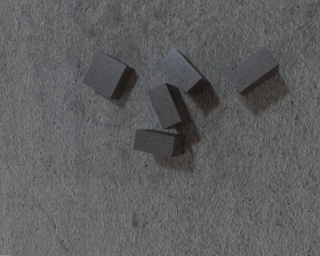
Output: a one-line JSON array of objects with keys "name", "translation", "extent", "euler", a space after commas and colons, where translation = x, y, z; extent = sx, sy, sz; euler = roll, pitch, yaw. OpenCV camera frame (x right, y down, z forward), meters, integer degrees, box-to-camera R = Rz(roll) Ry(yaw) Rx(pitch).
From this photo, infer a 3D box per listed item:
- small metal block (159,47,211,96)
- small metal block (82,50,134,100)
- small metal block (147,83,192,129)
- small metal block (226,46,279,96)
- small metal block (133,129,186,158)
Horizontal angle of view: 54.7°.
[{"name": "small metal block", "translation": [0.032, -0.068, 0.384], "extent": [0.025, 0.050, 0.050], "euler": [-44, 77, 15]}, {"name": "small metal block", "translation": [-0.073, -0.074, 0.435], "extent": [0.050, 0.025, 0.050], "euler": [31, 100, 17]}, {"name": "small metal block", "translation": [0.013, -0.026, 0.391], "extent": [0.025, 0.050, 0.050], "euler": [-25, 82, 18]}, {"name": "small metal block", "translation": [0.108, -0.063, 0.357], "extent": [0.050, 0.050, 0.025], "euler": [-37, 78, 16]}, {"name": "small metal block", "translation": [0.001, 0.018, 0.395], "extent": [0.050, 0.050, 0.025], "euler": [10, 94, 19]}]
